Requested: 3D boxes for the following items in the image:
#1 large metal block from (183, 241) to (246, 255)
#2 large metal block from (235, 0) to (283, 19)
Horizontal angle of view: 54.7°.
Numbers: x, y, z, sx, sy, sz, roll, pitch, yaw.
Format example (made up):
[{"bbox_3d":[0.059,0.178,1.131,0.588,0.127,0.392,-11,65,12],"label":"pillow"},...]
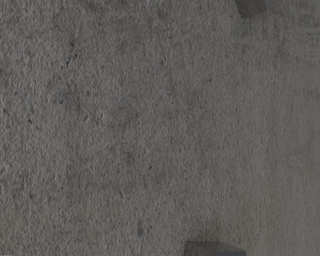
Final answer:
[{"bbox_3d":[0.076,0.214,0.453,0.080,0.050,0.080,18,79,-39],"label":"large metal block"},{"bbox_3d":[0.168,-0.245,0.528,0.080,0.050,0.080,-39,114,-33],"label":"large metal block"}]
